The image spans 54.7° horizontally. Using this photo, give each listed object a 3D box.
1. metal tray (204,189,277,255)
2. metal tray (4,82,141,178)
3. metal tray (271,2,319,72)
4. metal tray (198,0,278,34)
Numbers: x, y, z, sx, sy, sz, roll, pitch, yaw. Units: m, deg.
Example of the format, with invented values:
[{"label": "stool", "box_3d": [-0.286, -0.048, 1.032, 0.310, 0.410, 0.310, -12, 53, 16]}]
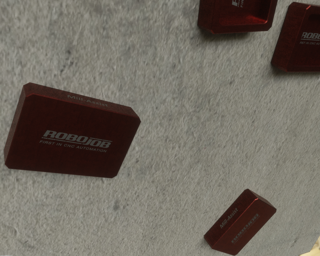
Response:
[{"label": "metal tray", "box_3d": [0.159, 0.188, 0.610, 0.090, 0.030, 0.130, 33, 100, -39]}, {"label": "metal tray", "box_3d": [-0.098, 0.008, 0.356, 0.131, 0.030, 0.089, 12, 112, -34]}, {"label": "metal tray", "box_3d": [0.233, -0.129, 0.453, 0.131, 0.030, 0.089, -5, 121, -26]}, {"label": "metal tray", "box_3d": [0.095, -0.176, 0.348, 0.091, 0.030, 0.129, -11, 123, -23]}]
